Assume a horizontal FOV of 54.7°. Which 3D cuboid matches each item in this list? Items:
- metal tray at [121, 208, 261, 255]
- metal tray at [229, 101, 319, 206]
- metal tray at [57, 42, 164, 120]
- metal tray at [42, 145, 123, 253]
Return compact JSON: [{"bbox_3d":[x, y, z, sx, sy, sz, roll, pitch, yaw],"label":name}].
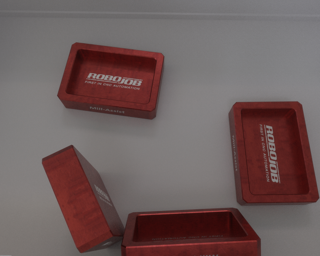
[{"bbox_3d":[0.029,0.117,0.330,0.131,0.090,0.030,-2,95,-1],"label":"metal tray"},{"bbox_3d":[0.141,0.031,0.396,0.091,0.030,0.130,-1,70,-1],"label":"metal tray"},{"bbox_3d":[-0.064,-0.066,0.430,0.131,0.030,0.090,8,70,3],"label":"metal tray"},{"bbox_3d":[-0.073,0.079,0.324,0.030,0.130,0.090,-27,72,-9],"label":"metal tray"}]
